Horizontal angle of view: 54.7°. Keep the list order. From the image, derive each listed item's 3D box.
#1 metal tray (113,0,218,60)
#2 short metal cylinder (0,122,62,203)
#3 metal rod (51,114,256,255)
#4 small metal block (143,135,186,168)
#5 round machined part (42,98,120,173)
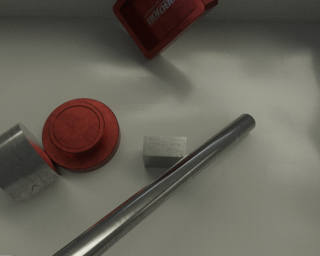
[{"bbox_3d":[0.001,-0.158,0.398,0.030,0.130,0.090,-41,98,-37],"label":"metal tray"},{"bbox_3d":[-0.162,0.040,0.364,0.050,0.080,0.080,-37,75,-12],"label":"short metal cylinder"},{"bbox_3d":[0.013,0.056,0.327,0.302,0.025,0.025,-32,72,-36],"label":"metal rod"},{"bbox_3d":[0.006,0.031,0.385,0.050,0.050,0.025,2,67,0],"label":"small metal block"},{"bbox_3d":[-0.102,0.005,0.397,0.099,0.042,0.098,0,70,-1],"label":"round machined part"}]
